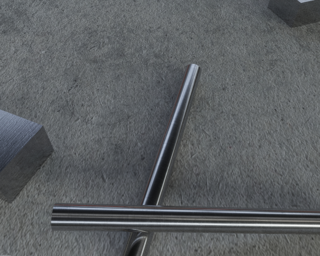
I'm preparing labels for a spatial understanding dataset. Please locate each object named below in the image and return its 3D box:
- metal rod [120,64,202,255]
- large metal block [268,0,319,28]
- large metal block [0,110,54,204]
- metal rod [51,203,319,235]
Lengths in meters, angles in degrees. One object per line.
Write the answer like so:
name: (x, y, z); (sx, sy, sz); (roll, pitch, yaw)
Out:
metal rod: (0.012, 0.022, 0.385); (0.025, 0.025, 0.300); (12, 51, 10)
large metal block: (0.270, -0.243, 0.595); (0.081, 0.050, 0.080); (-16, 52, -14)
large metal block: (-0.187, 0.029, 0.361); (0.080, 0.050, 0.080); (19, 52, 15)
metal rod: (0.052, 0.090, 0.304); (0.302, 0.025, 0.025); (3, 50, -7)
